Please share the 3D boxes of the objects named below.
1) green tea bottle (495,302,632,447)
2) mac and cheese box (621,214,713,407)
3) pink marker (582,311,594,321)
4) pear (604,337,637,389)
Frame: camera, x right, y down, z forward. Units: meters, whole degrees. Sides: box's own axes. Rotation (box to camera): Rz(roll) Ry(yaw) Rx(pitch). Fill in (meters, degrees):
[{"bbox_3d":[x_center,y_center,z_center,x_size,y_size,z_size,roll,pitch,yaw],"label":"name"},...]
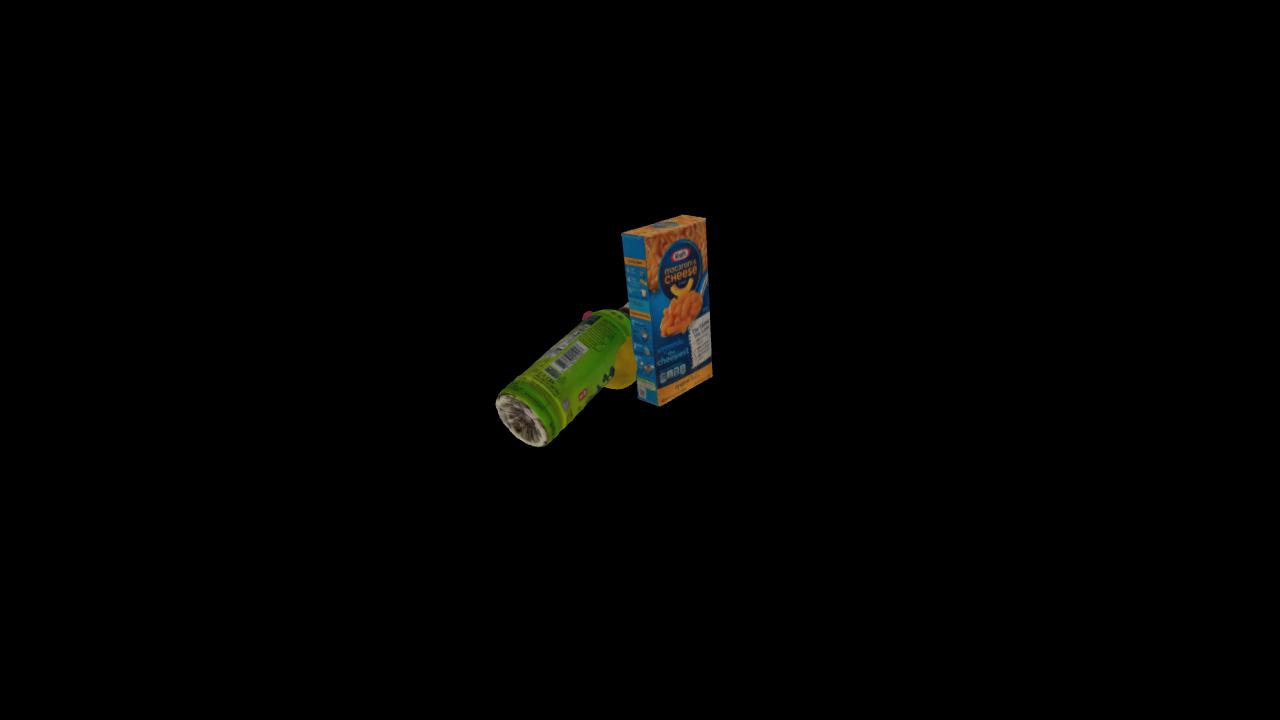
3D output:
[{"bbox_3d":[-0.058,0.000,0.654,0.073,0.073,0.212,0,36,45],"label":"green tea bottle"},{"bbox_3d":[0.033,-0.052,0.655,0.093,0.184,0.041,-25,31,-36],"label":"mac and cheese box"},{"bbox_3d":[-0.029,-0.035,0.707,0.020,0.020,0.121,0,16,-41],"label":"pink marker"},{"bbox_3d":[-0.013,-0.005,0.702,0.080,0.080,0.111,0,-1,40],"label":"pear"}]
